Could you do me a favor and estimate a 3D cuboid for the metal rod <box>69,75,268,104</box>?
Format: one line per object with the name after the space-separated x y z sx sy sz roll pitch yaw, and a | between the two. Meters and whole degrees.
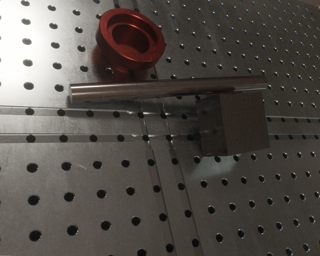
0.028 -0.057 0.438 0.303 0.025 0.025 -7 65 -24 | metal rod

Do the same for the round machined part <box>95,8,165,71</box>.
-0.045 -0.122 0.449 0.099 0.042 0.098 14 56 -21 | round machined part

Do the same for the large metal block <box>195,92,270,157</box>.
0.102 -0.005 0.436 0.081 0.050 0.080 -7 88 -31 | large metal block

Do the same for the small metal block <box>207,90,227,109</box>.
0.107 -0.048 0.497 0.050 0.025 0.050 -4 64 -30 | small metal block
